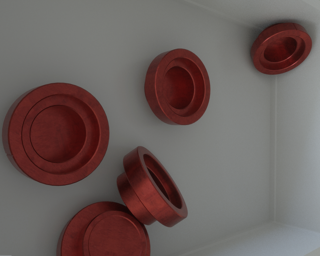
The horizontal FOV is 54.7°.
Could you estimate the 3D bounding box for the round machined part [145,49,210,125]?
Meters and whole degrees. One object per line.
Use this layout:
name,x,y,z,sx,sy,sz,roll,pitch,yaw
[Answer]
round machined part,0.019,-0.052,0.411,0.099,0.042,0.097,0,90,-40

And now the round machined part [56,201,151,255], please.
round machined part,-0.054,0.125,0.325,0.099,0.042,0.098,15,56,-24

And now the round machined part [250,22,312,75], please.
round machined part,0.208,-0.143,0.542,0.098,0.098,0.042,27,42,-37

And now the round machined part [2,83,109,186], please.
round machined part,-0.104,0.006,0.308,0.099,0.042,0.097,0,90,-40

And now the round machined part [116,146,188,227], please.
round machined part,-0.013,0.072,0.361,0.042,0.098,0.098,-36,119,8
